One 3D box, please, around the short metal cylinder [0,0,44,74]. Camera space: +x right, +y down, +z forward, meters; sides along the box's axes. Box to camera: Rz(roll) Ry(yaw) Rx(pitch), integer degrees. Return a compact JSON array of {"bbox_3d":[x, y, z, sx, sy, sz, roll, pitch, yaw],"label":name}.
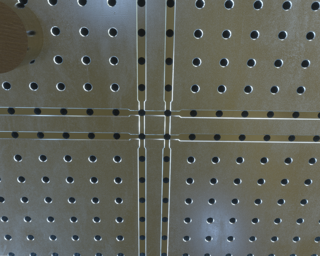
[{"bbox_3d":[-0.184,-0.107,0.358,0.081,0.050,0.079,0,110,-1],"label":"short metal cylinder"}]
